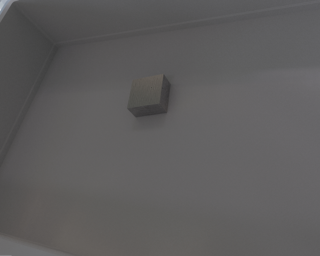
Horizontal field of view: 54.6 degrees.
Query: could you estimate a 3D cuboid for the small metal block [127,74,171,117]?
[{"bbox_3d":[-0.015,-0.046,0.443,0.050,0.025,0.050,-7,59,25],"label":"small metal block"}]
